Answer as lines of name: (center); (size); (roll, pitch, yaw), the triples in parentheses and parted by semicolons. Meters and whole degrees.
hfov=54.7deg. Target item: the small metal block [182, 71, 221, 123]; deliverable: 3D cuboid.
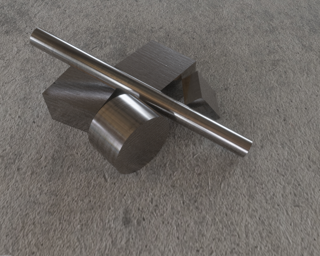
small metal block: (0.056, -0.040, 0.420); (0.025, 0.050, 0.050); (-26, 45, 26)

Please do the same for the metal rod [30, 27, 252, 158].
metal rod: (-0.024, -0.045, 0.389); (0.301, 0.025, 0.025); (28, 54, 2)

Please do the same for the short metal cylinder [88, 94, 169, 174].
short metal cylinder: (-0.035, 0.007, 0.362); (0.080, 0.080, 0.050); (-37, 59, -27)

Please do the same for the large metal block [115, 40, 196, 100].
large metal block: (-0.006, -0.073, 0.447); (0.080, 0.050, 0.080); (32, 57, 24)

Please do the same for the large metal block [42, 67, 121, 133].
large metal block: (-0.096, -0.042, 0.423); (0.080, 0.050, 0.080); (20, 53, 16)
